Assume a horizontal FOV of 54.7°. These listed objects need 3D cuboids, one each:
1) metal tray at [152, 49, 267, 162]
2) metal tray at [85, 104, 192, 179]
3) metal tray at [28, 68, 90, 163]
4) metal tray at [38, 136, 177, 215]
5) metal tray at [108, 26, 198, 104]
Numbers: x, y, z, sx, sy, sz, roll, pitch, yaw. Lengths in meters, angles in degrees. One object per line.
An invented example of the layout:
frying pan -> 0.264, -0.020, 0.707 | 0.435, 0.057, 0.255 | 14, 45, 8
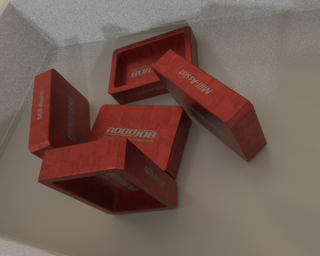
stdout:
metal tray -> 0.054, -0.026, 0.348 | 0.030, 0.090, 0.130 | -45, 51, -2
metal tray -> -0.033, 0.015, 0.405 | 0.130, 0.030, 0.090 | 4, 63, 29
metal tray -> -0.137, -0.009, 0.436 | 0.030, 0.090, 0.130 | -22, 54, 14
metal tray -> -0.046, 0.057, 0.323 | 0.090, 0.130, 0.030 | -12, 58, 21
metal tray -> -0.010, -0.092, 0.461 | 0.130, 0.030, 0.090 | -12, 57, 21
